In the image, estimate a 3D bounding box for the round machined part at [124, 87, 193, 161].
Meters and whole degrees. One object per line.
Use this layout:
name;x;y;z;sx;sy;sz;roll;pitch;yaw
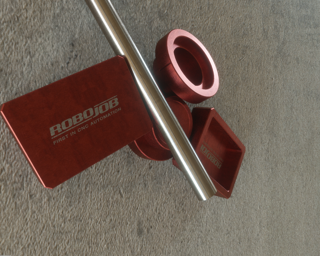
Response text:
round machined part;0.004;-0.006;0.399;0.099;0.042;0.097;0;90;-40

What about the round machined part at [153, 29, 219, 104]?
round machined part;0.030;-0.076;0.405;0.099;0.042;0.098;25;52;-36

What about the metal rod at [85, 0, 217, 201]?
metal rod;-0.017;-0.051;0.348;0.025;0.025;0.299;-34;98;-35

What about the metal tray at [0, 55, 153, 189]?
metal tray;-0.080;-0.010;0.321;0.131;0.030;0.090;-31;107;-27

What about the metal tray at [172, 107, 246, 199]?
metal tray;0.077;0.039;0.453;0.130;0.030;0.090;42;64;-44
